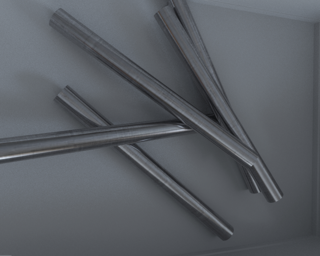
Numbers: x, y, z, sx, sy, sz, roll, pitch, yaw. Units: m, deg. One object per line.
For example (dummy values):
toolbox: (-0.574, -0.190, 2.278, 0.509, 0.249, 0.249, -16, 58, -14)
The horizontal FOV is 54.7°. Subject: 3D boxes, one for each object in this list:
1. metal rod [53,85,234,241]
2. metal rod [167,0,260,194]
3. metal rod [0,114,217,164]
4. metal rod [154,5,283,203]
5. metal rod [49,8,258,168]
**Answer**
metal rod: (-0.011, 0.055, 0.407, 0.300, 0.025, 0.025, 42, 77, -16)
metal rod: (0.084, -0.041, 0.442, 0.025, 0.025, 0.299, -28, 100, -18)
metal rod: (-0.051, 0.009, 0.363, 0.303, 0.025, 0.025, -8, 93, -31)
metal rod: (0.083, -0.026, 0.419, 0.025, 0.025, 0.299, -35, 98, -17)
metal rod: (-0.002, -0.044, 0.385, 0.301, 0.025, 0.025, 36, 78, -7)
